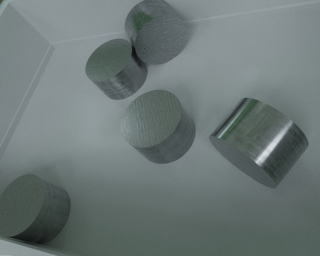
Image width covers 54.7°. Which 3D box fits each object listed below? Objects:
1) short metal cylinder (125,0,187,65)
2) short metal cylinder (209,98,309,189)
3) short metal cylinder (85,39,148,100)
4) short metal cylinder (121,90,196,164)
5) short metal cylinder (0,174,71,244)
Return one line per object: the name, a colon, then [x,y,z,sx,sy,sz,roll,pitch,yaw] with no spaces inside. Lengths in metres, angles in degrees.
short metal cylinder: [-0.006,-0.142,0.459,0.080,0.080,0.050,-32,52,7]
short metal cylinder: [0.097,0.015,0.310,0.050,0.080,0.080,-49,52,-7]
short metal cylinder: [-0.067,-0.090,0.478,0.080,0.050,0.080,-13,56,20]
short metal cylinder: [-0.002,-0.001,0.390,0.080,0.050,0.080,-13,56,20]
short metal cylinder: [-0.168,0.107,0.409,0.080,0.050,0.080,-13,56,20]
